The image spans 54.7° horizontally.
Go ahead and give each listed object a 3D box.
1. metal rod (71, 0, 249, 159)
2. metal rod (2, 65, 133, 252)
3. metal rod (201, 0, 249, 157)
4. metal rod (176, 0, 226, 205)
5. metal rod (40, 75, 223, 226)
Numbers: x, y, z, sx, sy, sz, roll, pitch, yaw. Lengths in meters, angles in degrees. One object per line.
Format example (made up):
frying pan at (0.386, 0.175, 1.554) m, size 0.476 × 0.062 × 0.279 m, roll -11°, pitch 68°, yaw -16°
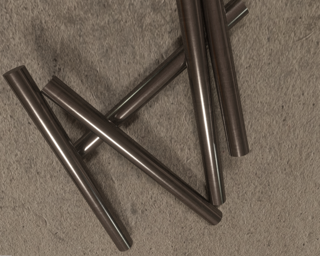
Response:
metal rod at (-0.017, -0.048, 0.391) m, size 0.300 × 0.025 × 0.025 m, roll -40°, pitch 106°, yaw 13°
metal rod at (-0.106, 0.058, 0.405) m, size 0.025 × 0.025 × 0.299 m, roll -20°, pitch 119°, yaw 7°
metal rod at (0.063, -0.107, 0.343) m, size 0.025 × 0.025 × 0.298 m, roll -13°, pitch 107°, yaw 4°
metal rod at (0.054, -0.026, 0.382) m, size 0.025 × 0.025 × 0.298 m, roll -11°, pitch 117°, yaw 3°
metal rod at (-0.022, 0.042, 0.405) m, size 0.025 × 0.025 × 0.300 m, roll -43°, pitch 112°, yaw 14°
